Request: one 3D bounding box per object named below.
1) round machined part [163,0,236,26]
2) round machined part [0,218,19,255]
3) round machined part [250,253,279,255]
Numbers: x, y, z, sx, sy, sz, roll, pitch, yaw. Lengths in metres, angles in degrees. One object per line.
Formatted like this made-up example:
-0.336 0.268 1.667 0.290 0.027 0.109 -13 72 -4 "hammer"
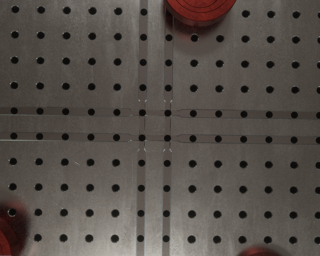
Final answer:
0.051 -0.181 0.405 0.099 0.042 0.097 0 90 -1 "round machined part"
-0.232 0.159 0.402 0.099 0.042 0.097 0 90 -1 "round machined part"
0.144 0.221 0.407 0.099 0.042 0.097 0 90 -1 "round machined part"
